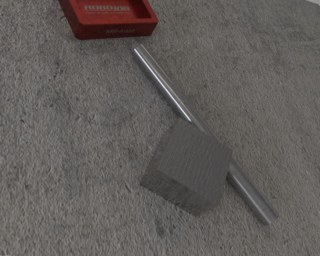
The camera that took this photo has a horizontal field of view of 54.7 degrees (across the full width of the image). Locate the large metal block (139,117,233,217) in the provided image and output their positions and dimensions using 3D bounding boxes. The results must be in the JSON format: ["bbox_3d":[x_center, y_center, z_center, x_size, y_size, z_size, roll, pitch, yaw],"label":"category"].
[{"bbox_3d":[0.034,0.047,0.377,0.080,0.050,0.080,32,52,-8],"label":"large metal block"}]

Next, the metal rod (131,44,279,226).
[{"bbox_3d":[0.057,0.003,0.432,0.025,0.025,0.299,-30,78,-38],"label":"metal rod"}]

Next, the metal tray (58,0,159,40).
[{"bbox_3d":[-0.077,-0.181,0.469,0.131,0.030,0.090,-15,70,-34],"label":"metal tray"}]
